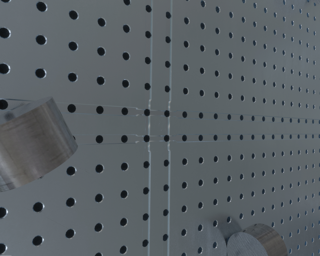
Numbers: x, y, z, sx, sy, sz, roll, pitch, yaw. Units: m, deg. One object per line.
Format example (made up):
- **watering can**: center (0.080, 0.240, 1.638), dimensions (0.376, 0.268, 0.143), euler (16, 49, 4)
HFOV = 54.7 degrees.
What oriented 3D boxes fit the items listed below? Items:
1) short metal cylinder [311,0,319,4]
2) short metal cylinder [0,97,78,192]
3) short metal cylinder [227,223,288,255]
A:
- **short metal cylinder**: center (0.373, -0.321, 0.684), dimensions (0.050, 0.080, 0.080), euler (-40, 115, -33)
- **short metal cylinder**: center (-0.121, 0.012, 0.272), dimensions (0.081, 0.080, 0.050), euler (-35, 112, -34)
- **short metal cylinder**: center (0.157, 0.203, 0.505), dimensions (0.050, 0.080, 0.079), euler (-6, 94, -40)
